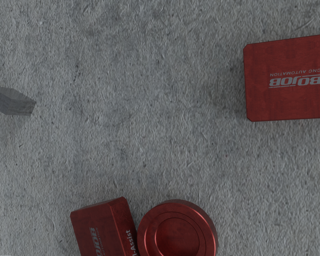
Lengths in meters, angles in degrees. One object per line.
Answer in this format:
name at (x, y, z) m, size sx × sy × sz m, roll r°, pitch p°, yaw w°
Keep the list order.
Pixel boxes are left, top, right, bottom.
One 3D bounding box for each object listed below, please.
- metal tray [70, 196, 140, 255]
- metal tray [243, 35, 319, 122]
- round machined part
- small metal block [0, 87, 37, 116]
metal tray at (-0.067, 0.165, 0.414) m, size 0.090 × 0.030 × 0.129 m, roll -23°, pitch 82°, yaw 37°
metal tray at (0.164, -0.055, 0.349) m, size 0.130 × 0.030 × 0.089 m, roll -3°, pitch 89°, yaw 19°
round machined part at (0.024, 0.138, 0.391) m, size 0.098 × 0.042 × 0.097 m, roll 0°, pitch 90°, yaw 19°
small metal block at (-0.230, -0.041, 0.475) m, size 0.050 × 0.050 × 0.025 m, roll 28°, pitch 99°, yaw 17°
